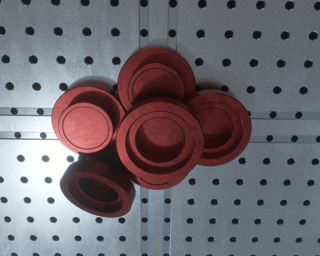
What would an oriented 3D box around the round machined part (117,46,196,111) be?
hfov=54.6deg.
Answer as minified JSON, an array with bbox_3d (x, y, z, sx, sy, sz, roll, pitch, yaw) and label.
[{"bbox_3d":[-0.004,-0.050,0.386,0.099,0.042,0.097,0,110,0],"label":"round machined part"}]

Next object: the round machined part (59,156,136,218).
[{"bbox_3d":[-0.079,0.075,0.417,0.098,0.042,0.097,9,134,10],"label":"round machined part"}]

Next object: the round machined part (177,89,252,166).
[{"bbox_3d":[0.064,-0.003,0.403,0.099,0.042,0.097,0,110,0],"label":"round machined part"}]

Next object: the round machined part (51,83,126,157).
[{"bbox_3d":[-0.091,-0.006,0.401,0.099,0.042,0.097,0,110,0],"label":"round machined part"}]

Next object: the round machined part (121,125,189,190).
[{"bbox_3d":[-0.004,0.042,0.419,0.099,0.042,0.097,0,110,0],"label":"round machined part"}]

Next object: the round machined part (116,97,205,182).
[{"bbox_3d":[0.000,0.010,0.362,0.099,0.042,0.097,0,110,0],"label":"round machined part"}]
